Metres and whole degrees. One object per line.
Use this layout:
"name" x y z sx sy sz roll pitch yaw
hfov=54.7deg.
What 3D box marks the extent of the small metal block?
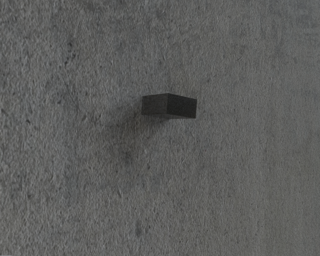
"small metal block" 0.012 -0.027 0.401 0.050 0.050 0.025 7 86 -40
